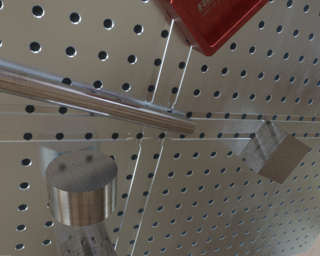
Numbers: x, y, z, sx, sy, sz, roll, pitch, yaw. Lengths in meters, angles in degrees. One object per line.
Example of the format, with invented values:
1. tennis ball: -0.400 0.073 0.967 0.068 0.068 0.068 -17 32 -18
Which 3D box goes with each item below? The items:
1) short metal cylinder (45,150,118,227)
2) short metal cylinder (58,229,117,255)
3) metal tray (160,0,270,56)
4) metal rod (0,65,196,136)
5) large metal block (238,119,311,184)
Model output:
1. short metal cylinder: -0.092 0.069 0.369 0.081 0.080 0.050 -9 122 -24
2. short metal cylinder: -0.106 0.199 0.462 0.081 0.050 0.079 -14 125 -21
3. metal tray: 0.074 -0.158 0.352 0.130 0.030 0.090 -44 130 2
4. metal rod: -0.080 -0.030 0.350 0.302 0.025 0.025 13 111 -34
5. large metal block: 0.196 0.042 0.531 0.080 0.050 0.080 24 105 -37
